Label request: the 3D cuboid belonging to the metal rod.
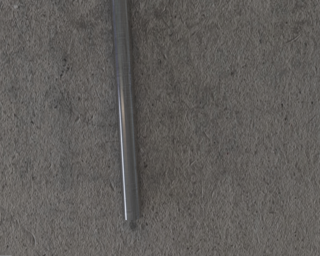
[{"bbox_3d":[-0.045,-0.031,0.409,0.025,0.025,0.298,-3,90,0],"label":"metal rod"}]
